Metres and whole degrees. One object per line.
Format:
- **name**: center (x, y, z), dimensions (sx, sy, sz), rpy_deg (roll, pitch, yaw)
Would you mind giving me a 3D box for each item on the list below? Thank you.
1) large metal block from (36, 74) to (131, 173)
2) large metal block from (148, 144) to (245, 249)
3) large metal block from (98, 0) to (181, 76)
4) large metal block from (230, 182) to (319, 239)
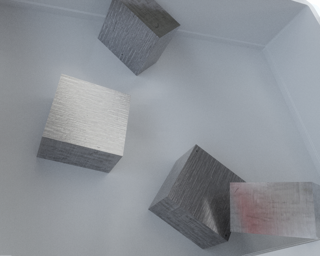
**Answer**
- **large metal block**: center (-0.083, -0.003, 0.347), dimensions (0.081, 0.050, 0.080), rpy_deg (16, 55, -19)
- **large metal block**: center (0.046, 0.081, 0.365), dimensions (0.080, 0.050, 0.080), rpy_deg (37, 51, -3)
- **large metal block**: center (-0.032, -0.135, 0.436), dimensions (0.080, 0.080, 0.050), rpy_deg (44, 51, 2)
- **large metal block**: center (0.129, 0.087, 0.333), dimensions (0.080, 0.080, 0.050), rpy_deg (22, 66, -52)
